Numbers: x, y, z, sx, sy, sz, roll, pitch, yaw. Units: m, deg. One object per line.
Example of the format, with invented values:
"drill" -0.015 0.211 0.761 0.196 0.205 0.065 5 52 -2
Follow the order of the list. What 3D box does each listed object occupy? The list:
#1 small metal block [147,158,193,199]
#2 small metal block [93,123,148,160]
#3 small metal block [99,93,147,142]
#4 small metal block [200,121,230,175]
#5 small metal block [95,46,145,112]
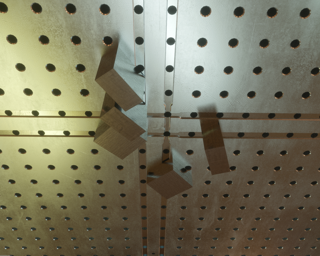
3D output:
"small metal block" 0.015 0.079 0.480 0.050 0.025 0.050 -31 124 23
"small metal block" -0.053 0.010 0.419 0.050 0.025 0.050 37 121 -28
"small metal block" -0.043 -0.020 0.378 0.025 0.050 0.050 -35 122 26
"small metal block" 0.075 0.027 0.419 0.025 0.050 0.050 -13 129 10
"small metal block" -0.043 -0.055 0.348 0.025 0.050 0.050 -28 125 21
